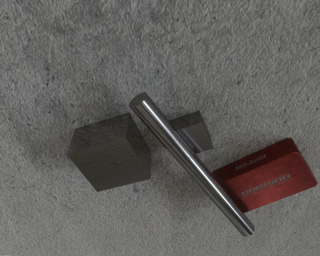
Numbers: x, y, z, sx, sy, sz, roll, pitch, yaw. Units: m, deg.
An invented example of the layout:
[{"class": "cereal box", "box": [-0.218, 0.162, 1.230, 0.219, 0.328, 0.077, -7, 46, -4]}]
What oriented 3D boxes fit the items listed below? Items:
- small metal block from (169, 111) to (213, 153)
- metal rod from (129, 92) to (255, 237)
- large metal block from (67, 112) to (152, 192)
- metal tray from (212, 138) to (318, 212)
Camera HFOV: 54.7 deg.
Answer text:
[{"class": "small metal block", "box": [0.038, 0.010, 0.416, 0.050, 0.025, 0.050, -18, 128, 14]}, {"class": "metal rod", "box": [0.058, 0.067, 0.427, 0.025, 0.025, 0.300, -27, 123, 21]}, {"class": "large metal block", "box": [-0.064, 0.035, 0.419, 0.080, 0.050, 0.080, -16, 129, 12]}, {"class": "metal tray", "box": [0.157, 0.077, 0.472, 0.130, 0.030, 0.090, -29, 125, 22]}]
